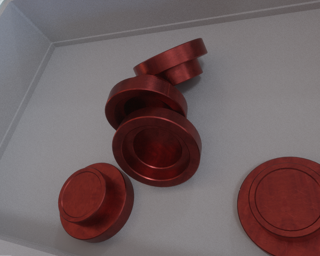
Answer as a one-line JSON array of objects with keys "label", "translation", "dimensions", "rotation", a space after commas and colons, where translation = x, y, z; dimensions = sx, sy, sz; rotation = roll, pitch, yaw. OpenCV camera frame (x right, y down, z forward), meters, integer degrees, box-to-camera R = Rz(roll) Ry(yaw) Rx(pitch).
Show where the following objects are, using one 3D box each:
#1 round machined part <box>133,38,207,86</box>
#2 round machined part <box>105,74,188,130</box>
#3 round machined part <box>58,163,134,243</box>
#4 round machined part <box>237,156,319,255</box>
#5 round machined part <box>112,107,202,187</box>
[{"label": "round machined part", "translation": [0.018, -0.079, 0.411], "dimensions": [0.098, 0.098, 0.042], "rotation": [-21, 98, 15]}, {"label": "round machined part", "translation": [-0.015, -0.027, 0.383], "dimensions": [0.098, 0.098, 0.042], "rotation": [-10, 47, 22]}, {"label": "round machined part", "translation": [-0.085, 0.088, 0.384], "dimensions": [0.098, 0.042, 0.098], "rotation": [-13, 56, 20]}, {"label": "round machined part", "translation": [0.121, 0.071, 0.288], "dimensions": [0.098, 0.042, 0.098], "rotation": [-13, 56, 20]}, {"label": "round machined part", "translation": [-0.001, 0.018, 0.355], "dimensions": [0.098, 0.098, 0.042], "rotation": [-13, 29, 21]}]
